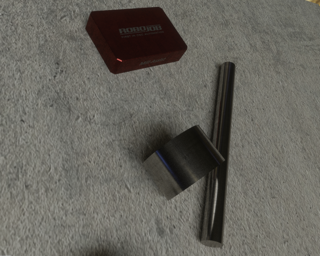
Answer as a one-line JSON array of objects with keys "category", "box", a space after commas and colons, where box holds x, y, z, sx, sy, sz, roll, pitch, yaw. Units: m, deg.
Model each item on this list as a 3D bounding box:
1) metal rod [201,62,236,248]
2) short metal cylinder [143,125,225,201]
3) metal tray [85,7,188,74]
[{"category": "metal rod", "box": [0.088, 0.014, 0.442, 0.025, 0.025, 0.300, 24, 53, -14]}, {"category": "short metal cylinder", "box": [0.027, 0.040, 0.359, 0.081, 0.080, 0.050, -28, 77, -37]}, {"category": "metal tray", "box": [-0.032, -0.135, 0.466, 0.131, 0.030, 0.090, -20, 73, -36]}]
